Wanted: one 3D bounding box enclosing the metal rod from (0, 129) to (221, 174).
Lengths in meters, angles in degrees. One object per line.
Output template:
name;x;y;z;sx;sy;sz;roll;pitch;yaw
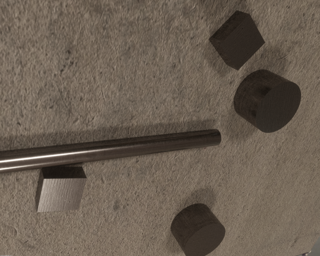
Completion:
metal rod;-0.051;0.026;0.396;0.303;0.025;0.025;-5;121;-26

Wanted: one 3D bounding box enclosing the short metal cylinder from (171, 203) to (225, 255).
short metal cylinder;0.066;0.179;0.540;0.081;0.050;0.079;-14;125;-21

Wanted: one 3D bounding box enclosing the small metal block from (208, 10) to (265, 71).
small metal block;0.098;-0.111;0.394;0.050;0.025;0.050;-46;130;4

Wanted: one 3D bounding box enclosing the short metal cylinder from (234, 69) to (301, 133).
short metal cylinder;0.157;-0.040;0.454;0.081;0.050;0.079;-14;125;-21

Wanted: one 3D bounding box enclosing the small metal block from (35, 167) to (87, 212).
small metal block;-0.124;0.076;0.387;0.050;0.025;0.050;5;116;-31
